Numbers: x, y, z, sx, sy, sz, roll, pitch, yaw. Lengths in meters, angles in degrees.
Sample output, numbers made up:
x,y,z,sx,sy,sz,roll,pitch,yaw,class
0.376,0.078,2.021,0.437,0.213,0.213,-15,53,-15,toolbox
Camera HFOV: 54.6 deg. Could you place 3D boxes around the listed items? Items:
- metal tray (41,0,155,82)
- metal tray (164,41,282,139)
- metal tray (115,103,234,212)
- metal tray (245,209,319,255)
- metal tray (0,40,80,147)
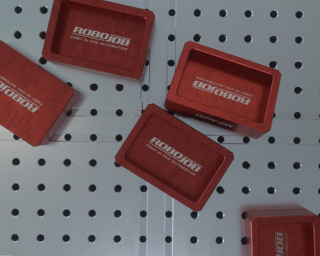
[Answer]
x,y,z,sx,sy,sz,roll,pitch,yaw,class
-0.079,-0.119,0.410,0.131,0.030,0.090,13,90,0,metal tray
0.081,-0.049,0.396,0.131,0.030,0.090,18,70,0,metal tray
0.019,0.038,0.410,0.130,0.030,0.090,32,90,0,metal tray
0.163,0.178,0.411,0.090,0.030,0.129,-2,90,0,metal tray
-0.186,-0.046,0.410,0.130,0.030,0.090,34,90,0,metal tray
